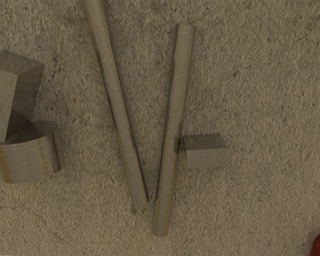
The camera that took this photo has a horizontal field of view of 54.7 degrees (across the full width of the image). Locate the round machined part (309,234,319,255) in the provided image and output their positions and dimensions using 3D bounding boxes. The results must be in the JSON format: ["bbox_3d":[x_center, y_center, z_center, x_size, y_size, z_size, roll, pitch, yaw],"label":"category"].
[{"bbox_3d":[0.278,0.194,0.476,0.099,0.042,0.097,0,110,-1],"label":"round machined part"}]

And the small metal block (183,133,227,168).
[{"bbox_3d":[0.058,0.029,0.408,0.050,0.050,0.025,-3,110,1],"label":"small metal block"}]

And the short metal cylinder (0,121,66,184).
[{"bbox_3d":[-0.165,0.028,0.388,0.081,0.080,0.050,-4,110,1],"label":"short metal cylinder"}]

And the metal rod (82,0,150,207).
[{"bbox_3d":[-0.054,-0.031,0.397,0.025,0.025,0.298,-10,110,3],"label":"metal rod"}]

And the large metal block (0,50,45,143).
[{"bbox_3d":[-0.182,-0.040,0.363,0.050,0.080,0.079,18,109,-7],"label":"large metal block"}]

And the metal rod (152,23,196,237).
[{"bbox_3d":[0.015,0.017,0.416,0.025,0.025,0.298,5,110,-3],"label":"metal rod"}]
